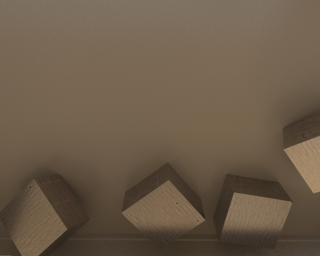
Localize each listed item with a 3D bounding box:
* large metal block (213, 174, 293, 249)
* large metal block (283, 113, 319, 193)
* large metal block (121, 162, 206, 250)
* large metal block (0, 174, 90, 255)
[{"bbox_3d":[0.129,0.119,0.443,0.081,0.050,0.079,10,110,-4],"label":"large metal block"},{"bbox_3d":[0.216,0.027,0.396,0.080,0.050,0.080,-28,109,32],"label":"large metal block"},{"bbox_3d":[0.005,0.110,0.438,0.080,0.050,0.080,-37,106,12],"label":"large metal block"},{"bbox_3d":[-0.158,0.122,0.424,0.080,0.050,0.080,-43,75,14],"label":"large metal block"}]
